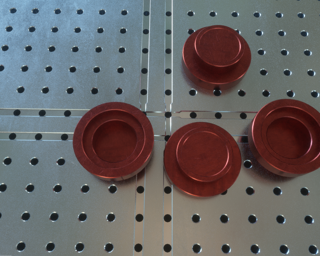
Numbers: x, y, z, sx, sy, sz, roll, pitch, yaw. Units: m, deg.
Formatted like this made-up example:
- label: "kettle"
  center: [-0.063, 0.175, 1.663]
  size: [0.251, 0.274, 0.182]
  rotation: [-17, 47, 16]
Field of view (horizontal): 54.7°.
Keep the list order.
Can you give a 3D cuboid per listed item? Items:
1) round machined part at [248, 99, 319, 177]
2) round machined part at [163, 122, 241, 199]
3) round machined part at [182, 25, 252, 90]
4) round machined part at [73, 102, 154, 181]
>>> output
- label: "round machined part"
  center: [0.162, 0.015, 0.399]
  size: [0.099, 0.042, 0.098]
  rotation: [0, 70, 0]
- label: "round machined part"
  center: [0.054, 0.037, 0.390]
  size: [0.099, 0.042, 0.098]
  rotation: [0, 70, 0]
- label: "round machined part"
  center: [0.082, -0.107, 0.443]
  size: [0.099, 0.042, 0.098]
  rotation: [0, 70, -1]
- label: "round machined part"
  center: [-0.056, 0.019, 0.395]
  size: [0.099, 0.042, 0.098]
  rotation: [0, 70, -1]
